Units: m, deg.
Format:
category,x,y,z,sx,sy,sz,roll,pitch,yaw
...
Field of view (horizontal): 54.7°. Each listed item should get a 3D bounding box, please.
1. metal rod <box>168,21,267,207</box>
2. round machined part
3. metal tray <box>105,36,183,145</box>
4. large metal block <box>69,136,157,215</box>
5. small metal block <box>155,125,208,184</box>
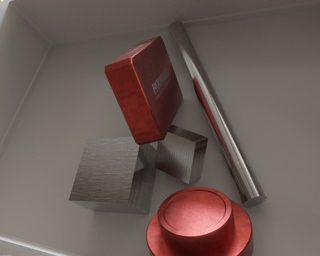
category,x,y,z,sx,sy,sz,roll,pitch,yaw
metal rod,0.060,-0.042,0.398,0.025,0.025,0.299,-26,53,12
round machined part,0.035,0.092,0.289,0.099,0.042,0.098,-10,25,5
metal tray,-0.011,-0.049,0.361,0.030,0.090,0.130,-14,21,20
large metal block,-0.053,0.058,0.380,0.080,0.050,0.080,-4,60,26
small metal block,0.024,0.029,0.357,0.050,0.025,0.050,21,114,35
